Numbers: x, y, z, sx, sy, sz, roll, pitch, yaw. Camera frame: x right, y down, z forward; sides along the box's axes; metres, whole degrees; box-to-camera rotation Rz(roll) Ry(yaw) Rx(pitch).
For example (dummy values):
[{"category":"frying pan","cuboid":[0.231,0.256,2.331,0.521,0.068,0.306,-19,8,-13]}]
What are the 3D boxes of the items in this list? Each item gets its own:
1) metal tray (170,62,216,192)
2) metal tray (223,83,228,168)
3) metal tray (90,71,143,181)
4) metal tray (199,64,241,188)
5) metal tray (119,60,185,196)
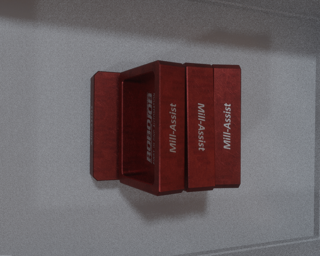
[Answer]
[{"category":"metal tray","cuboid":[0.026,0.000,0.350,0.030,0.090,0.129,0,88,-20]},{"category":"metal tray","cuboid":[0.045,0.000,0.423,0.091,0.030,0.129,1,90,-20]},{"category":"metal tray","cuboid":[-0.040,-0.002,0.390,0.091,0.030,0.129,1,90,-20]},{"category":"metal tray","cuboid":[0.065,-0.002,0.363,0.030,0.090,0.129,0,90,-6]},{"category":"metal tray","cuboid":[-0.012,0.000,0.335,0.030,0.090,0.129,0,90,-33]}]
